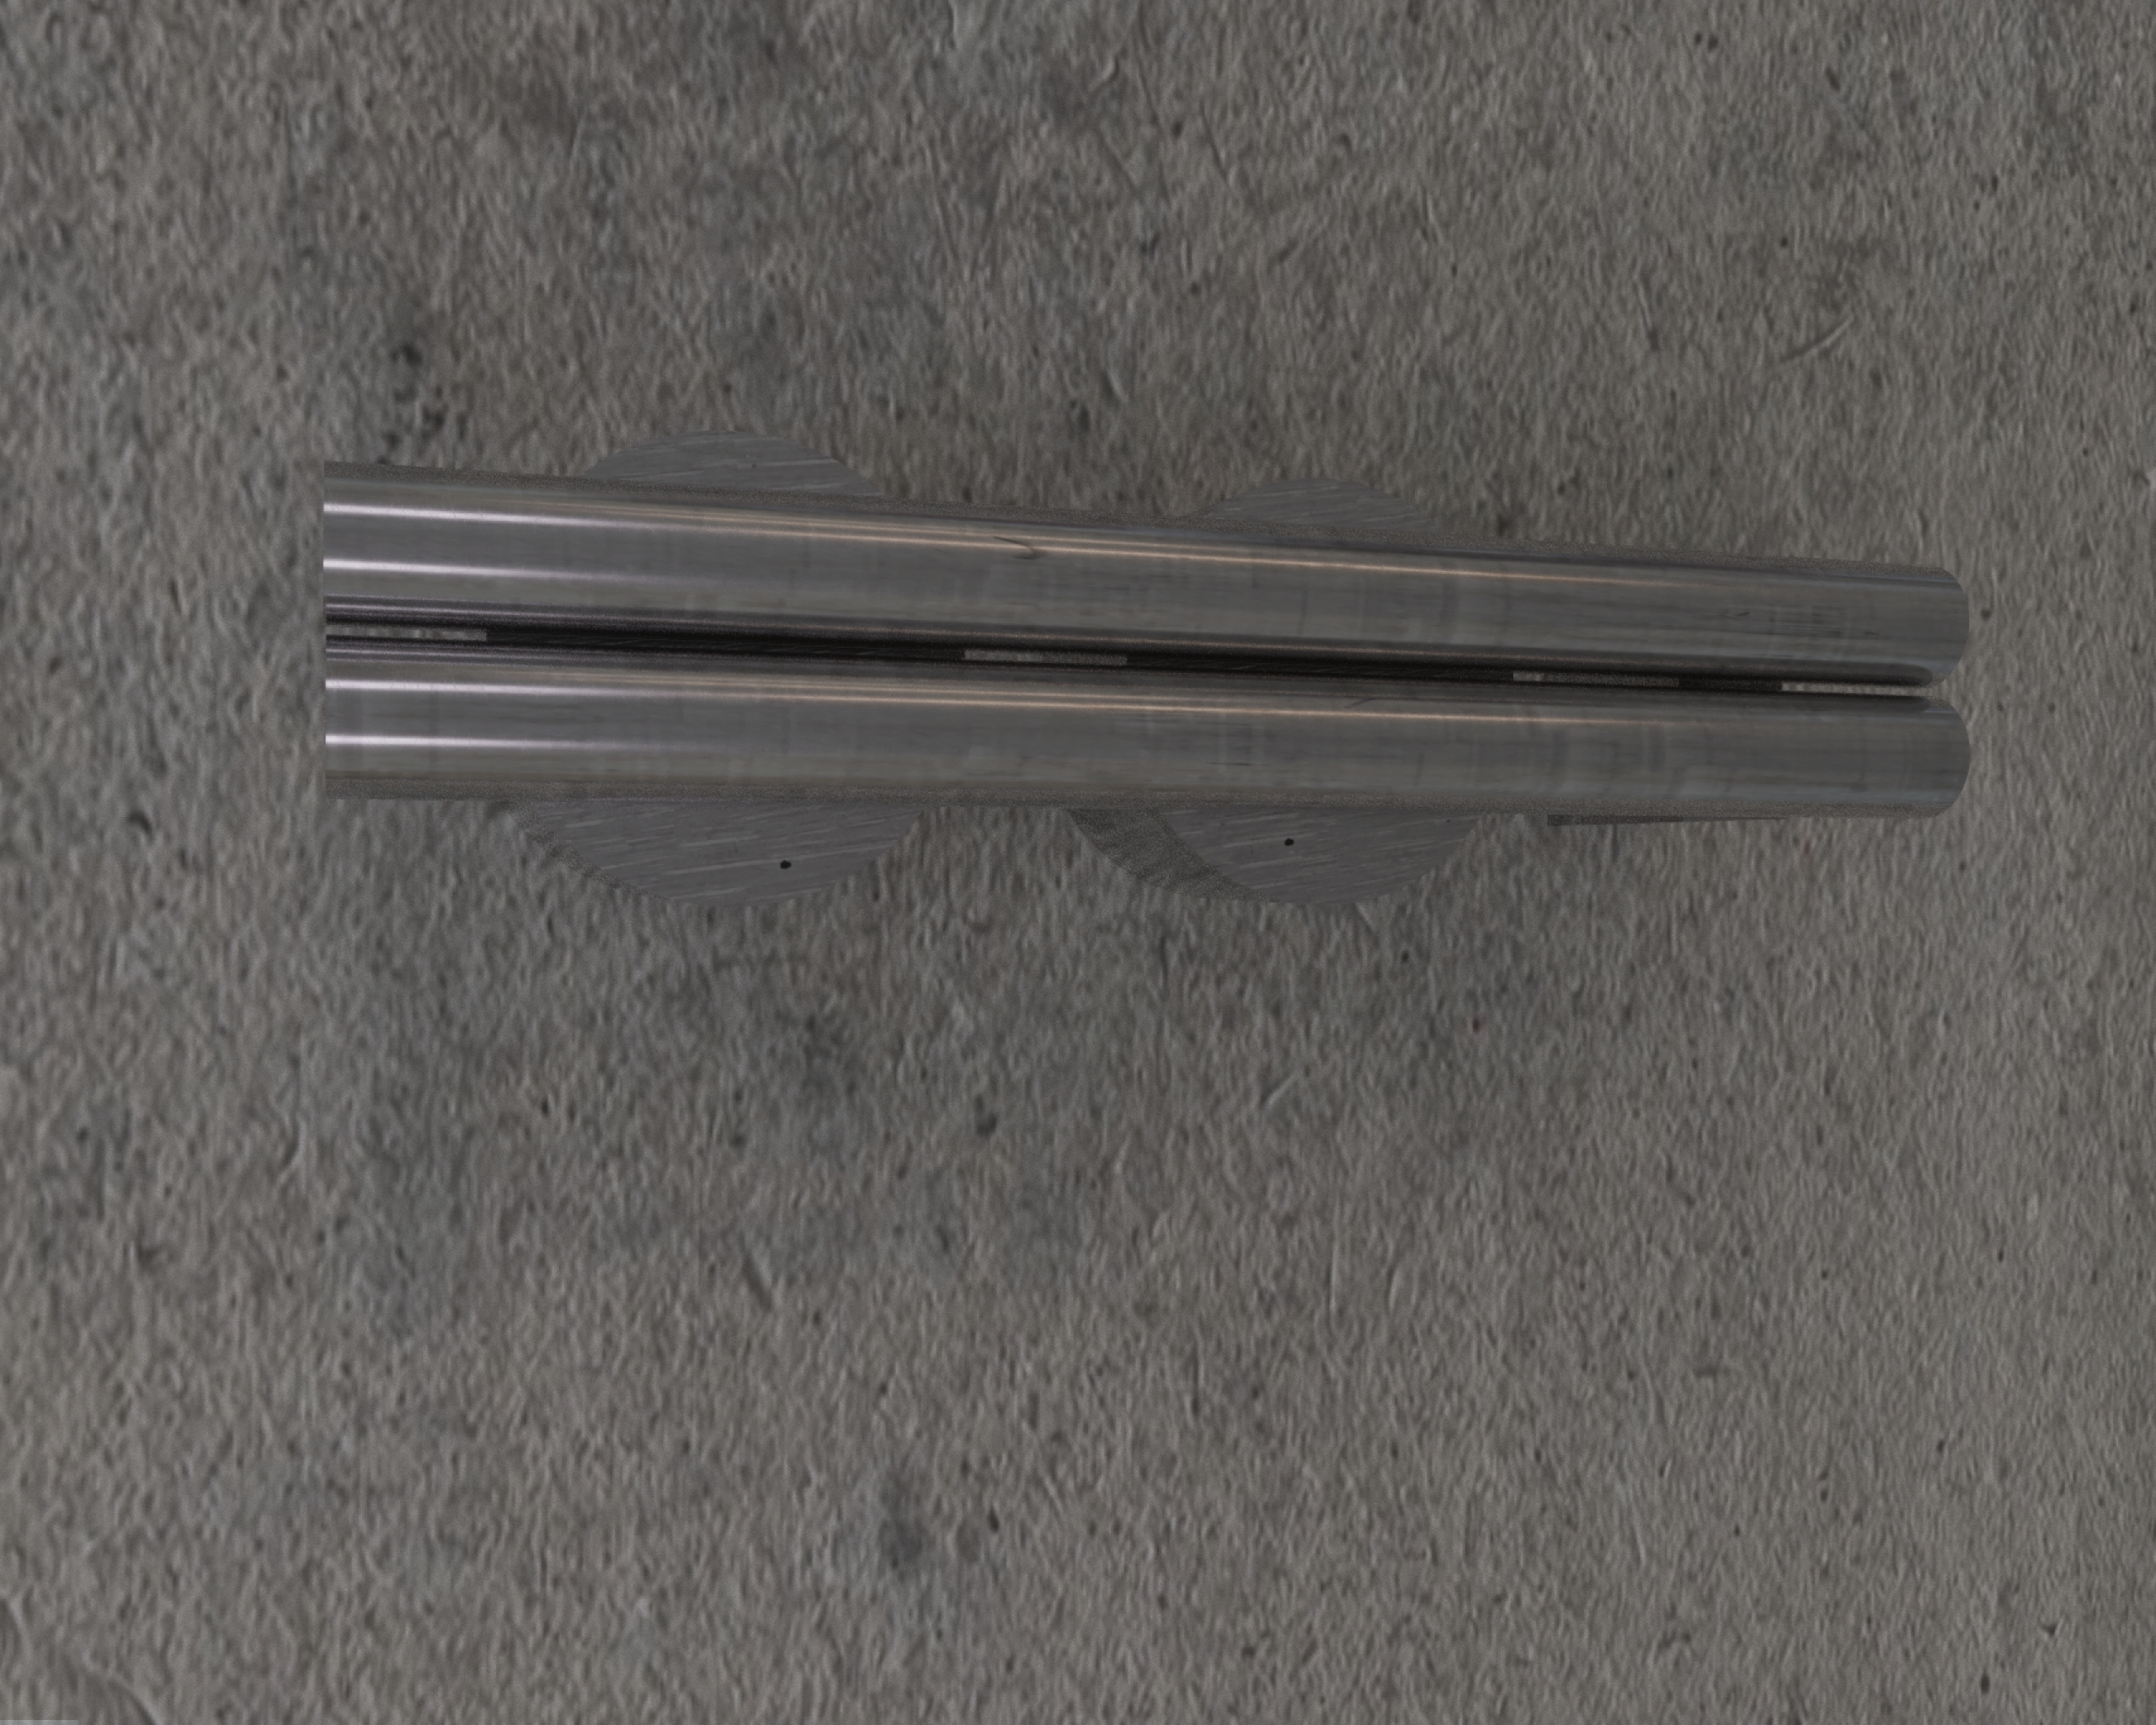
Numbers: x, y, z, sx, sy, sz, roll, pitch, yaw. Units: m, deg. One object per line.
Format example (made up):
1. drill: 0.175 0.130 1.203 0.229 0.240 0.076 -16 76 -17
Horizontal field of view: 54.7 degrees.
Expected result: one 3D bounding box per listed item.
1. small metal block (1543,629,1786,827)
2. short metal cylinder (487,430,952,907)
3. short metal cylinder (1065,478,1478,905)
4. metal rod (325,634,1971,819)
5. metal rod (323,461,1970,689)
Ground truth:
1. small metal block: 0.123 -0.033 0.444 0.025 0.050 0.050 -2 90 -20
2. short metal cylinder: -0.066 -0.033 0.372 0.081 0.050 0.080 0 90 -20
3. short metal cylinder: 0.038 -0.032 0.412 0.081 0.050 0.080 0 90 -20
4. metal rod: 0.028 -0.022 0.367 0.302 0.025 0.025 0 90 -20
5. metal rod: 0.028 -0.048 0.367 0.302 0.025 0.025 0 90 -20
